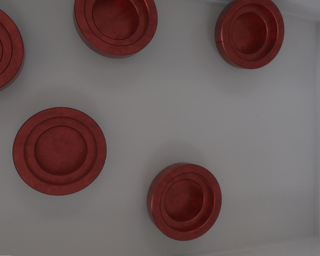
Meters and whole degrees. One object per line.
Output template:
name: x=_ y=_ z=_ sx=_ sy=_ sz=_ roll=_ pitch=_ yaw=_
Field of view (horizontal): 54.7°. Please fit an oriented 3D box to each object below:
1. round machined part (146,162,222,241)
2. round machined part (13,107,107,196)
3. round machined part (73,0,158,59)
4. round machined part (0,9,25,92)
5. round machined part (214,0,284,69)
round machined part: x=0.029 y=0.094 z=0.412 sx=0.099 sy=0.042 sz=0.097 roll=0 pitch=90 yaw=-20
round machined part: x=-0.115 y=0.025 z=0.359 sx=0.099 sy=0.042 sz=0.097 roll=0 pitch=90 yaw=-20
round machined part: x=-0.056 y=-0.134 z=0.380 sx=0.099 sy=0.042 sz=0.097 roll=0 pitch=90 yaw=-20
round machined part: x=-0.197 y=-0.082 z=0.329 sx=0.099 sy=0.042 sz=0.097 roll=0 pitch=90 yaw=-20
round machined part: x=0.121 y=-0.133 z=0.439 sx=0.099 sy=0.042 sz=0.097 roll=-4 pitch=103 yaw=-17
